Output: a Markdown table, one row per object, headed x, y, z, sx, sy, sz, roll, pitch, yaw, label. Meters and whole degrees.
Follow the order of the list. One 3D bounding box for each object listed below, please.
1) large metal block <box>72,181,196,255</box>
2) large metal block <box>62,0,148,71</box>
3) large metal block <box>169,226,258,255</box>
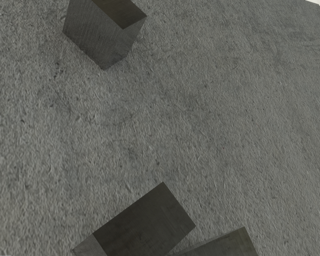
| x | y | z | sx | sy | sz | roll | pitch | yaw | label |
| --- | --- | --- | --- | --- | --- | --- | --- | --- | --- |
| -0.026 | 0.104 | 0.291 | 0.081 | 0.080 | 0.050 | -30 | 79 | -38 | large metal block |
| -0.076 | -0.138 | 0.412 | 0.080 | 0.080 | 0.050 | 44 | 51 | 2 | large metal block |
| 0.041 | 0.142 | 0.304 | 0.081 | 0.080 | 0.050 | -9 | 67 | -32 | large metal block |
